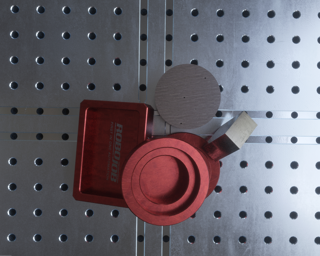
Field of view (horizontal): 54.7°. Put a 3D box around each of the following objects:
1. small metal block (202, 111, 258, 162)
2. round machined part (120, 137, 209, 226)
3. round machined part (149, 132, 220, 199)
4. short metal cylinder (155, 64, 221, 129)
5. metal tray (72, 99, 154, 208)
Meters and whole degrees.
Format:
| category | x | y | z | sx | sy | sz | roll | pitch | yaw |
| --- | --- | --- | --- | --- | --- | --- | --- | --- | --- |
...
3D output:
| category | x | y | z | sx | sy | sz | roll | pitch | yaw |
| --- | --- | --- | --- | --- | --- | --- | --- | --- | --- |
| small metal block | 0.088 | 0.011 | 0.392 | 0.025 | 0.050 | 0.050 | 47 | 55 | 0 |
| round machined part | 0.003 | 0.058 | 0.357 | 0.099 | 0.042 | 0.097 | 0 | 92 | -11 |
| round machined part | 0.030 | 0.054 | 0.404 | 0.099 | 0.042 | 0.097 | 0 | 90 | -1 |
| short metal cylinder | 0.034 | -0.038 | 0.401 | 0.081 | 0.050 | 0.079 | 0 | 90 | -1 |
| metal tray | -0.060 | 0.031 | 0.399 | 0.090 | 0.030 | 0.129 | 5 | 90 | 14 |
